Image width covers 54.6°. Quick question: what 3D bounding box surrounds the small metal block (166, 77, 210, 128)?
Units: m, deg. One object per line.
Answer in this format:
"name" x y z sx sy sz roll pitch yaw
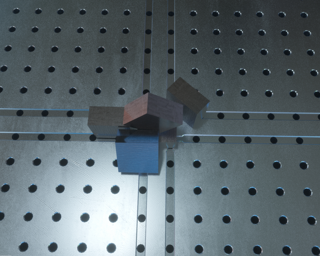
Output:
"small metal block" 0.035 -0.032 0.411 0.050 0.050 0.025 41 75 13

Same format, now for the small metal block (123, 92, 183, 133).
"small metal block" -0.008 -0.015 0.367 0.050 0.050 0.025 16 66 -34

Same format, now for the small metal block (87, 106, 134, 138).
"small metal block" -0.062 -0.006 0.400 0.050 0.050 0.025 1 71 1

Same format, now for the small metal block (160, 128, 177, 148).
"small metal block" -0.004 -0.001 0.412 0.050 0.025 0.050 2 70 0

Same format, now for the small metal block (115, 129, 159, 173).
"small metal block" -0.027 0.029 0.385 0.050 0.050 0.025 1 38 0
